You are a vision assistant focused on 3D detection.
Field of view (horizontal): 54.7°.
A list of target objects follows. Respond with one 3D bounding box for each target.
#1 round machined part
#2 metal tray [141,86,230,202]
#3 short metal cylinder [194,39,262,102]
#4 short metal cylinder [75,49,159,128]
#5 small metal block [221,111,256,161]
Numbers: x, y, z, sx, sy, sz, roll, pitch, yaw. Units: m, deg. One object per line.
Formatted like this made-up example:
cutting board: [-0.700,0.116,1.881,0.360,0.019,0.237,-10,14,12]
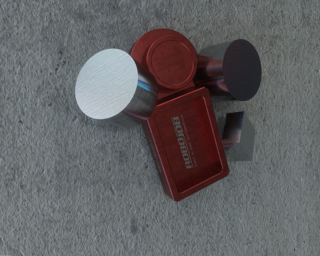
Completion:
round machined part: [0.009,-0.082,0.405,0.099,0.042,0.097,0,90,-20]
metal tray: [0.034,0.020,0.408,0.091,0.030,0.129,-23,107,-19]
short metal cylinder: [0.092,-0.075,0.420,0.081,0.050,0.079,-2,93,-38]
short metal cylinder: [-0.049,-0.043,0.356,0.050,0.080,0.080,26,78,-63]
small metal block: [0.111,0.012,0.433,0.050,0.025,0.050,47,49,-41]
